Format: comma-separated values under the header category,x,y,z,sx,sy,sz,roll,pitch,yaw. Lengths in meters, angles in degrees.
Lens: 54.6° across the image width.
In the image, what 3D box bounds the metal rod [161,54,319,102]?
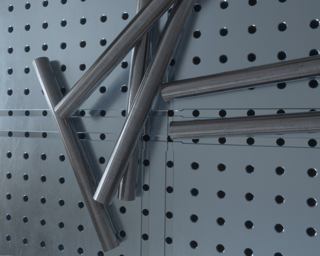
category,x,y,z,sx,sy,sz,roll,pitch,yaw
metal rod,0.146,-0.066,0.360,0.301,0.025,0.025,-7,88,19

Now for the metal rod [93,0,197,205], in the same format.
category,x,y,z,sx,sy,sz,roll,pitch,yaw
metal rod,-0.017,-0.044,0.399,0.025,0.025,0.299,23,90,18

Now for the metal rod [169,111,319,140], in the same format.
category,x,y,z,sx,sy,sz,roll,pitch,yaw
metal rod,0.157,-0.006,0.356,0.301,0.025,0.025,-4,89,20

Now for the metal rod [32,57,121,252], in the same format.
category,x,y,z,sx,sy,sz,roll,pitch,yaw
metal rod,-0.126,0.033,0.457,0.025,0.025,0.299,-26,82,18

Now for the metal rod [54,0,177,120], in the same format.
category,x,y,z,sx,sy,sz,roll,pitch,yaw
metal rod,-0.033,-0.122,0.397,0.299,0.025,0.025,-45,76,14

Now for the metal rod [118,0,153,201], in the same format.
category,x,y,z,sx,sy,sz,roll,pitch,yaw
metal rod,-0.031,-0.051,0.424,0.025,0.025,0.298,6,92,20
